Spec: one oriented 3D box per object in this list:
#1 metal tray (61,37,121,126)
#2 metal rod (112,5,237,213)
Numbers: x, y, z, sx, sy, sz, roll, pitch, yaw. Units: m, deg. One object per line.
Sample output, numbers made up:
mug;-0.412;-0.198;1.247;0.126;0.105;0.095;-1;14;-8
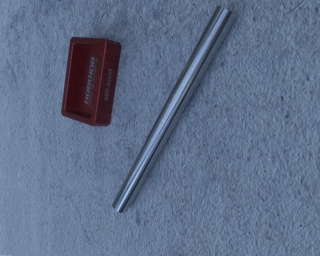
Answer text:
metal tray;-0.111;-0.074;0.490;0.090;0.030;0.129;16;100;38
metal rod;0.008;-0.008;0.396;0.025;0.025;0.298;42;115;31
